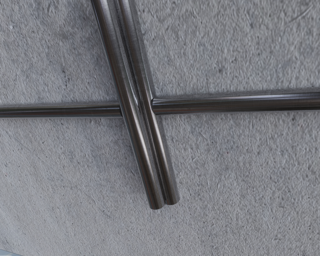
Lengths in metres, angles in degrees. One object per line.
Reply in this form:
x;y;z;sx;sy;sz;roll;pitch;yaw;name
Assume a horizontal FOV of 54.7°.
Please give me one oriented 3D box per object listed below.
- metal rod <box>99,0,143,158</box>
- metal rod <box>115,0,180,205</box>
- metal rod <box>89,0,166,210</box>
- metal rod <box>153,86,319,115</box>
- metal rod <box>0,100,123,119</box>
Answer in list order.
-0.036;-0.029;0.409;0.025;0.025;0.298;1;119;27;metal rod
-0.013;-0.023;0.400;0.025;0.025;0.298;1;119;27;metal rod
-0.035;-0.020;0.387;0.025;0.025;0.298;1;119;27;metal rod
0.130;-0.029;0.322;0.300;0.025;0.025;0;118;28;metal rod
-0.181;-0.027;0.484;0.301;0.025;0.025;1;119;27;metal rod
